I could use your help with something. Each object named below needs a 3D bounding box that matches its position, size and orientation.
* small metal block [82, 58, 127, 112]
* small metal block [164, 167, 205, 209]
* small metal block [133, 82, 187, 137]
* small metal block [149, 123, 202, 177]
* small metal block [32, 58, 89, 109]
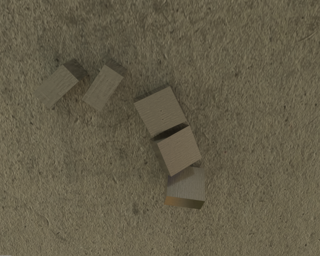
[{"bbox_3d":[-0.066,-0.054,0.376,0.025,0.050,0.050,34,107,-12],"label":"small metal block"},{"bbox_3d":[0.034,0.079,0.423,0.050,0.050,0.025,9,140,-4],"label":"small metal block"},{"bbox_3d":[0.001,-0.024,0.401,0.050,0.025,0.050,-25,109,8],"label":"small metal block"},{"bbox_3d":[0.021,0.028,0.409,0.050,0.025,0.050,-29,110,-19],"label":"small metal block"},{"bbox_3d":[-0.119,-0.055,0.375,0.050,0.050,0.025,-39,106,13],"label":"small metal block"}]
